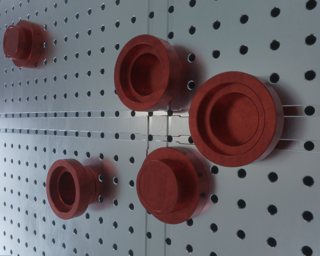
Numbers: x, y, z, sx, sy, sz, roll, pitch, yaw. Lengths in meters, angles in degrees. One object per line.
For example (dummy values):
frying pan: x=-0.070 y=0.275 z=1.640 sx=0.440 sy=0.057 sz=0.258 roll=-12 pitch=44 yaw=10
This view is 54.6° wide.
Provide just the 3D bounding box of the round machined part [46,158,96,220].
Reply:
round machined part: x=-0.146 y=0.100 z=0.521 sx=0.098 sy=0.042 sz=0.097 roll=0 pitch=90 yaw=40

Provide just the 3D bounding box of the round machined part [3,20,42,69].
round machined part: x=-0.287 y=-0.174 z=0.638 sx=0.098 sy=0.042 sz=0.097 roll=0 pitch=90 yaw=40

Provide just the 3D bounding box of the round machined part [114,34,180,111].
round machined part: x=-0.012 y=-0.070 z=0.410 sx=0.098 sy=0.042 sz=0.097 roll=0 pitch=90 yaw=40

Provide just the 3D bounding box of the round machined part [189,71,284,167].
round machined part: x=0.083 y=-0.009 z=0.331 sx=0.098 sy=0.042 sz=0.097 roll=0 pitch=90 yaw=40

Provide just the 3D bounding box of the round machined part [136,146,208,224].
round machined part: x=0.008 y=0.073 z=0.393 sx=0.098 sy=0.042 sz=0.097 roll=0 pitch=90 yaw=40
